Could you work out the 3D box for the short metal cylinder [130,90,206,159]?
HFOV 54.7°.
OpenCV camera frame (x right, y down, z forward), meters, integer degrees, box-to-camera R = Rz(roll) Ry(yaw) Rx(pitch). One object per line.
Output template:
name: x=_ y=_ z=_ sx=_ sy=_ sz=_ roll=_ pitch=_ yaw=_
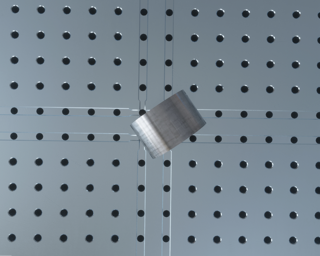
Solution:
short metal cylinder: x=0.010 y=-0.005 z=0.386 sx=0.080 sy=0.080 sz=0.050 roll=-34 pitch=91 yaw=0
